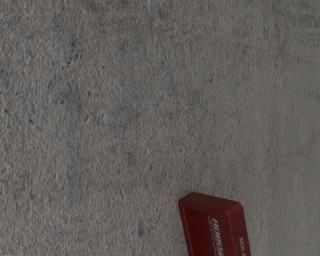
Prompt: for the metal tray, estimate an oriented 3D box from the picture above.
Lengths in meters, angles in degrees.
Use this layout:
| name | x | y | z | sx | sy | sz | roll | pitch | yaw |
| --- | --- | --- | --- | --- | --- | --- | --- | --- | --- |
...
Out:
| name | x | y | z | sx | sy | sz | roll | pitch | yaw |
| --- | --- | --- | --- | --- | --- | --- | --- | --- | --- |
| metal tray | 0.077 | 0.159 | 0.425 | 0.030 | 0.090 | 0.129 | -20 | 103 | -38 |
